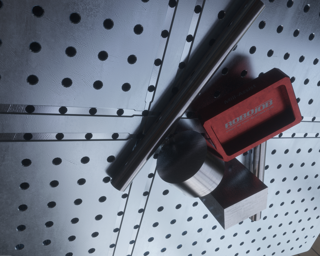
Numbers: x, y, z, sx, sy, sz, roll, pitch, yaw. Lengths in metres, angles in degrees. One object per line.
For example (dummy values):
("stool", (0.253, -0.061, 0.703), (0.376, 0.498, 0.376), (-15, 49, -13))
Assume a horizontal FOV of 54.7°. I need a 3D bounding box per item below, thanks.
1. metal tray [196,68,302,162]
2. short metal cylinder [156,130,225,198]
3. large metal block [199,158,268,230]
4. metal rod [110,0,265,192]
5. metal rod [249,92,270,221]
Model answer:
("metal tray", (0.130, -0.016, 0.448), (0.130, 0.030, 0.090), (-30, 125, 7))
("short metal cylinder", (0.042, 0.050, 0.432), (0.080, 0.080, 0.050), (-45, 130, 3))
("large metal block", (0.116, 0.105, 0.507), (0.081, 0.080, 0.050), (-21, 127, -16))
("metal rod", (0.031, -0.038, 0.406), (0.025, 0.025, 0.299), (30, 102, -38))
("metal rod", (0.172, 0.060, 0.545), (0.025, 0.025, 0.298), (-22, 127, -16))
